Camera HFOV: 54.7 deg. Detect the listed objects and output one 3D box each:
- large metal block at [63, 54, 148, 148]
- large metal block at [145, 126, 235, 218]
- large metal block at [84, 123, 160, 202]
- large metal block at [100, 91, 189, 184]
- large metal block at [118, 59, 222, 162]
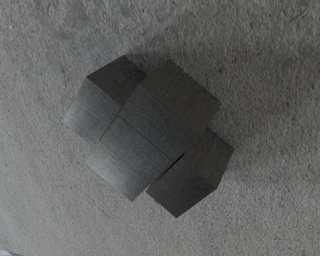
[{"bbox_3d":[-0.063,-0.034,0.384,0.050,0.080,0.080,41,129,0],"label":"large metal block"},{"bbox_3d":[0.038,0.052,0.384,0.050,0.080,0.080,41,129,0],"label":"large metal block"},{"bbox_3d":[-0.038,0.036,0.414,0.080,0.080,0.050,41,129,0],"label":"large metal block"},{"bbox_3d":[-0.012,0.007,0.382,0.080,0.080,0.050,41,129,0],"label":"large metal block"},{"bbox_3d":[0.014,-0.023,0.351,0.080,0.080,0.050,41,129,0],"label":"large metal block"}]
